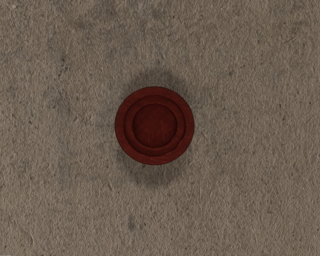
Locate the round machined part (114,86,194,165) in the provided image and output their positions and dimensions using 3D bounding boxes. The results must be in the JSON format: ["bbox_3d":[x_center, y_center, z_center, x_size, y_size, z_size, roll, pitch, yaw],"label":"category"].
[{"bbox_3d":[-0.007,-0.003,0.401,0.099,0.042,0.097,0,90,-1],"label":"round machined part"}]
